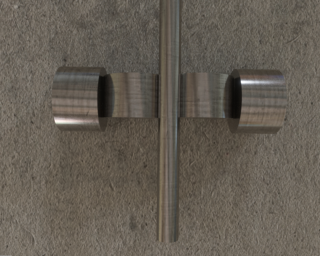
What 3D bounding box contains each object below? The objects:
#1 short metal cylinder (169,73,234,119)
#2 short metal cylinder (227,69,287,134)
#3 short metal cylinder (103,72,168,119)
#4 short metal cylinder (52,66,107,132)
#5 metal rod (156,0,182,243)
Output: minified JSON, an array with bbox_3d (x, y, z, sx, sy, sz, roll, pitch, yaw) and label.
[{"bbox_3d":[0.050,-0.037,0.384,0.081,0.080,0.050,1,90,0],"label":"short metal cylinder"},{"bbox_3d":[0.116,-0.033,0.385,0.050,0.080,0.080,1,90,0],"label":"short metal cylinder"},{"bbox_3d":[-0.030,-0.037,0.383,0.081,0.080,0.050,1,90,0],"label":"short metal cylinder"},{"bbox_3d":[-0.095,-0.035,0.383,0.050,0.080,0.080,1,90,0],"label":"short metal cylinder"},{"bbox_3d":[0.010,-0.024,0.350,0.025,0.025,0.298,1,90,0],"label":"metal rod"}]
